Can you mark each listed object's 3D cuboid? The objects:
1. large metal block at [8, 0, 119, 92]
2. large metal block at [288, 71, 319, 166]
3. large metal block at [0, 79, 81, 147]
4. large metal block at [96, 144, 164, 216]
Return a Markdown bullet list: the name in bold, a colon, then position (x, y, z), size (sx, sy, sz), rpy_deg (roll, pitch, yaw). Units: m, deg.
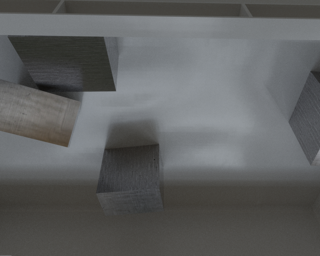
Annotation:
- **large metal block**: position (-0.088, -0.080, 0.307), size (0.081, 0.050, 0.080), rpy_deg (-1, 151, 0)
- **large metal block**: position (0.203, -0.011, 0.367), size (0.050, 0.080, 0.079), rpy_deg (3, 130, -3)
- **large metal block**: position (-0.138, -0.012, 0.353), size (0.081, 0.050, 0.080), rpy_deg (16, 173, -14)
- **large metal block**: position (-0.038, 0.071, 0.433), size (0.080, 0.080, 0.050), rpy_deg (-6, 130, 4)
